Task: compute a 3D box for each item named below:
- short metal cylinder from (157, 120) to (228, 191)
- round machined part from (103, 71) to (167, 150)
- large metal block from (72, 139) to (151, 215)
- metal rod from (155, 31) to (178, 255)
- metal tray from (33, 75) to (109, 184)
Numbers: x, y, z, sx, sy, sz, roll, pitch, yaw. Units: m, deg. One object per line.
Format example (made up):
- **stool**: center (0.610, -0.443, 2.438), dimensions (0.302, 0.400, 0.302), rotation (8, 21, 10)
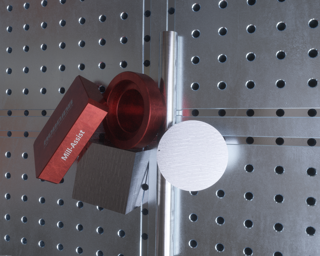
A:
- **short metal cylinder**: center (0.036, 0.031, 0.372), dimensions (0.081, 0.050, 0.079), rotation (0, 90, 0)
- **round machined part**: center (-0.030, -0.022, 0.400), dimensions (0.098, 0.042, 0.097), rotation (-1, 88, 45)
- **large metal block**: center (-0.065, 0.062, 0.422), dimensions (0.080, 0.050, 0.079), rotation (11, 94, 19)
- **metal rod**: center (0.009, 0.024, 0.410), dimensions (0.025, 0.025, 0.298), rotation (1, 90, 20)
- **metal tray**: center (-0.127, 0.000, 0.429), dimensions (0.130, 0.030, 0.090), rotation (-53, 36, 12)
